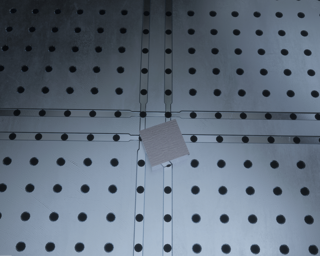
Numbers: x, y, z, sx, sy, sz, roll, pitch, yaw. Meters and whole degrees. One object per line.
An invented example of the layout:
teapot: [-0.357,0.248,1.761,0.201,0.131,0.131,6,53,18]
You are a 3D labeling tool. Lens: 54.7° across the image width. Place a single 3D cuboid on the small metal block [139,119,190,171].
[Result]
small metal block: [0.005,0.022,0.404,0.050,0.025,0.050,-19,71,-7]
